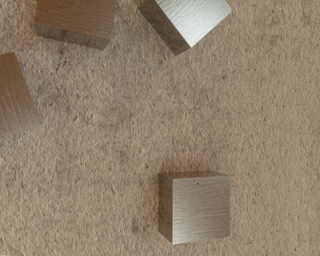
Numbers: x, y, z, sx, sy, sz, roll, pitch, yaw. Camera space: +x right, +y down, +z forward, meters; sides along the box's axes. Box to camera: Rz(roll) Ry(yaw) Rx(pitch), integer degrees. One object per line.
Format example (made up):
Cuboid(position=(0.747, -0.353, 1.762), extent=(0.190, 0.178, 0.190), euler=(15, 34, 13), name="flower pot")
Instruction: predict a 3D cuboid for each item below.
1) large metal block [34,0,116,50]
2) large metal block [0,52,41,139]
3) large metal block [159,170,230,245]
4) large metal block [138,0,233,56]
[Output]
Cuboid(position=(-0.096, -0.143, 0.360), extent=(0.081, 0.050, 0.080), euler=(8, 87, -20), name="large metal block")
Cuboid(position=(-0.180, -0.027, 0.329), extent=(0.081, 0.050, 0.080), euler=(-20, 97, -19), name="large metal block")
Cuboid(position=(0.045, 0.101, 0.412), extent=(0.081, 0.050, 0.080), euler=(0, 90, -20), name="large metal block")
Cuboid(position=(0.033, -0.156, 0.407), extent=(0.080, 0.050, 0.080), euler=(-44, 104, -15), name="large metal block")
